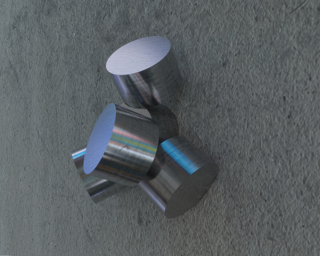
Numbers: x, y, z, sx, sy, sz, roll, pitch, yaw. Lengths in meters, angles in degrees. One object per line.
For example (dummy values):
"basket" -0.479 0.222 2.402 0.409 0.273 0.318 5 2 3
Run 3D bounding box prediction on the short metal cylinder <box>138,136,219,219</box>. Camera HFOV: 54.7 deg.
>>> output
"short metal cylinder" 0.020 0.056 0.354 0.050 0.081 0.080 42 115 32

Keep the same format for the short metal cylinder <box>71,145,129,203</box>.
"short metal cylinder" -0.082 0.058 0.431 0.080 0.050 0.080 61 169 22

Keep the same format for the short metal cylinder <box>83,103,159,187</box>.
"short metal cylinder" -0.044 0.019 0.339 0.080 0.050 0.080 -45 33 41

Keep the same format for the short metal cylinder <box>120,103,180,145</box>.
"short metal cylinder" -0.022 0.006 0.408 0.080 0.050 0.080 0 89 39

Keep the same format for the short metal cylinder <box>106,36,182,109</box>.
"short metal cylinder" -0.018 -0.069 0.378 0.080 0.080 0.050 18 145 38
